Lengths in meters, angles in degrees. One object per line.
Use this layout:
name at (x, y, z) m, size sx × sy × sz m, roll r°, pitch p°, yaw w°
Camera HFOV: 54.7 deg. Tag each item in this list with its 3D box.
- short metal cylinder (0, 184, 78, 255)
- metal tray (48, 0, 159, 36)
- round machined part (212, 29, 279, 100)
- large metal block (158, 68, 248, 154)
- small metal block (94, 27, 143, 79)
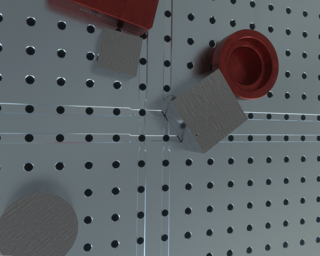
short metal cylinder at (-0.136, 0.108, 0.350) m, size 0.081 × 0.050 × 0.079 m, roll 0°, pitch 90°, yaw -20°
metal tray at (-0.065, -0.182, 0.386) m, size 0.131 × 0.030 × 0.090 m, roll 15°, pitch 85°, yaw -20°
round machined part at (0.118, -0.089, 0.449) m, size 0.099 × 0.042 × 0.097 m, roll 0°, pitch 90°, yaw -21°
large metal block at (0.058, -0.023, 0.422) m, size 0.080 × 0.050 × 0.080 m, roll -36°, pitch 102°, yaw -17°
small metal block at (-0.053, -0.094, 0.394) m, size 0.050 × 0.025 × 0.050 m, roll 11°, pitch 87°, yaw -20°
